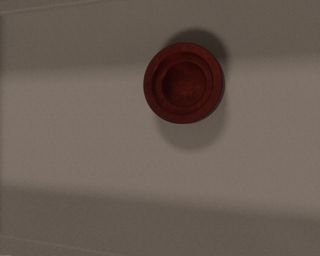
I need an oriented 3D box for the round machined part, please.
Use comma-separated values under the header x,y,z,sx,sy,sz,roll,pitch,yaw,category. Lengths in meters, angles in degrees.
x,y,z,sx,sy,sz,roll,pitch,yaw,category
0.033,-0.054,0.389,0.098,0.042,0.097,0,90,19,round machined part
